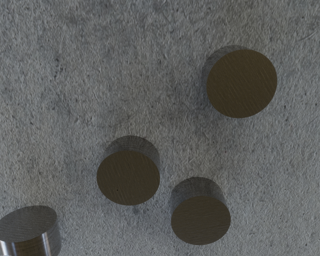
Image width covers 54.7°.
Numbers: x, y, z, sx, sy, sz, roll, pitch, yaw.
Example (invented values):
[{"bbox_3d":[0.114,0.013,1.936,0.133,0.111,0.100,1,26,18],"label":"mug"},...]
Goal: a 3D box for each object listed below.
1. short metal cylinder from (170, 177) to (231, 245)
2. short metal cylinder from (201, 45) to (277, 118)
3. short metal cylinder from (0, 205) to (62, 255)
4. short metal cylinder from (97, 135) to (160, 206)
[{"bbox_3d":[0.055,0.117,0.440,0.081,0.050,0.079,0,110,0],"label":"short metal cylinder"},{"bbox_3d":[0.093,-0.057,0.376,0.081,0.050,0.079,0,110,0],"label":"short metal cylinder"},{"bbox_3d":[-0.184,0.153,0.435,0.080,0.080,0.050,-1,110,0],"label":"short metal cylinder"},{"bbox_3d":[-0.040,0.056,0.417,0.081,0.050,0.079,0,110,0],"label":"short metal cylinder"}]
